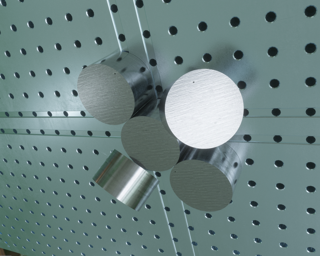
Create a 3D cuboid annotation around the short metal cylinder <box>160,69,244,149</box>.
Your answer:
[{"bbox_3d":[0.042,-0.020,0.333,0.081,0.050,0.079,0,93,-7],"label":"short metal cylinder"}]

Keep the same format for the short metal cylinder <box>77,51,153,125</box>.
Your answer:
[{"bbox_3d":[-0.056,-0.050,0.391,0.080,0.050,0.079,13,124,20],"label":"short metal cylinder"}]

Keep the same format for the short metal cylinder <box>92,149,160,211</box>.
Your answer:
[{"bbox_3d":[-0.047,0.073,0.436,0.080,0.050,0.080,35,171,7],"label":"short metal cylinder"}]

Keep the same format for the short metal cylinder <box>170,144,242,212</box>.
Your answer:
[{"bbox_3d":[0.059,0.060,0.400,0.080,0.050,0.079,13,124,20],"label":"short metal cylinder"}]

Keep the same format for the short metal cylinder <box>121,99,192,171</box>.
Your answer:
[{"bbox_3d":[-0.003,0.009,0.400,0.080,0.050,0.079,13,124,20],"label":"short metal cylinder"}]
